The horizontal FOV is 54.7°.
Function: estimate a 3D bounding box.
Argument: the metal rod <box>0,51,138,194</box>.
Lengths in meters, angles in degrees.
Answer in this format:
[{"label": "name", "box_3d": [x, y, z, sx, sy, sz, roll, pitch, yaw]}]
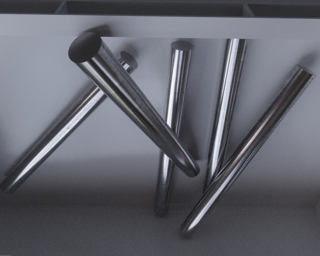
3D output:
[{"label": "metal rod", "box_3d": [-0.136, 0.008, 0.414, 0.025, 0.025, 0.299, 35, 122, -26]}]

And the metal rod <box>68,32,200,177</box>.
[{"label": "metal rod", "box_3d": [-0.001, 0.004, 0.335, 0.025, 0.025, 0.300, -16, 152, 13]}]

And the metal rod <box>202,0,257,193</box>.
[{"label": "metal rod", "box_3d": [0.081, -0.011, 0.400, 0.025, 0.025, 0.298, 0, 130, 0]}]

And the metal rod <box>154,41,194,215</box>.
[{"label": "metal rod", "box_3d": [0.013, 0.025, 0.429, 0.025, 0.025, 0.298, 3, 130, -3]}]

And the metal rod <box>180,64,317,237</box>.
[{"label": "metal rod", "box_3d": [0.106, 0.049, 0.425, 0.025, 0.025, 0.298, 19, 120, -16]}]
